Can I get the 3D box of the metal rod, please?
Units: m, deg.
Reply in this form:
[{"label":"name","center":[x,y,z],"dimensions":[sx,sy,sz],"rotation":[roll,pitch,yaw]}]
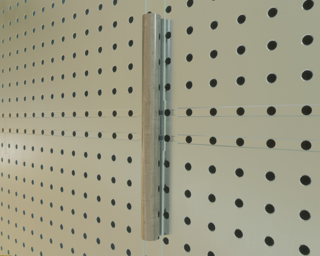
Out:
[{"label":"metal rod","center":[-0.012,-0.001,0.417],"dimensions":[0.025,0.025,0.298],"rotation":[1,90,39]}]
